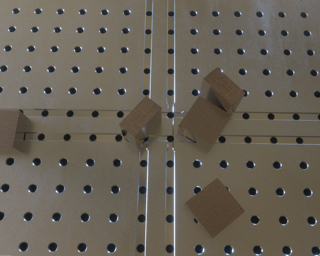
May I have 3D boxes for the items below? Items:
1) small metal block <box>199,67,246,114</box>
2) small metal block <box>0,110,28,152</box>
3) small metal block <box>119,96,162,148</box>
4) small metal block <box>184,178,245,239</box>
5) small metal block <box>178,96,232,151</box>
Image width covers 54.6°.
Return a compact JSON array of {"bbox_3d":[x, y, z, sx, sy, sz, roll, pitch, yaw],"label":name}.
[{"bbox_3d":[0.081,-0.045,0.415,0.025,0.050,0.050,-40,75,-13],"label":"small metal block"},{"bbox_3d":[-0.209,0.004,0.409,0.050,0.025,0.050,1,70,0],"label":"small metal block"},{"bbox_3d":[-0.024,-0.006,0.401,0.025,0.050,0.050,38,75,13],"label":"small metal block"},{"bbox_3d":[0.065,0.097,0.377,0.050,0.025,0.050,-35,74,-12],"label":"small metal block"},{"bbox_3d":[0.059,-0.006,0.414,0.050,0.025,0.050,33,73,11],"label":"small metal block"}]
